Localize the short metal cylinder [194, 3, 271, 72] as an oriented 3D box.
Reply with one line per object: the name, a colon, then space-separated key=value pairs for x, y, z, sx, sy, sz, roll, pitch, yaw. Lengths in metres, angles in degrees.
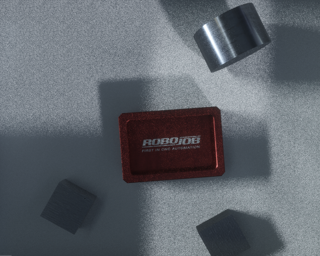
short metal cylinder: x=0.089 y=-0.110 z=0.385 sx=0.080 sy=0.080 sz=0.050 roll=-26 pitch=90 yaw=0

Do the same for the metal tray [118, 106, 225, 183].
metal tray: x=0.015 y=0.021 z=0.409 sx=0.131 sy=0.030 sz=0.089 roll=-4 pitch=90 yaw=-1

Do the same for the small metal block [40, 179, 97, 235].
small metal block: x=-0.120 y=0.103 z=0.410 sx=0.050 sy=0.025 sz=0.050 roll=29 pitch=90 yaw=-1

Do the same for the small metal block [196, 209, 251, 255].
small metal block: x=0.083 y=0.145 z=0.413 sx=0.050 sy=0.025 sz=0.050 roll=-29 pitch=90 yaw=-1
